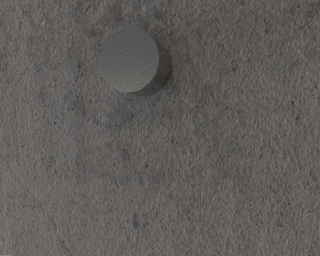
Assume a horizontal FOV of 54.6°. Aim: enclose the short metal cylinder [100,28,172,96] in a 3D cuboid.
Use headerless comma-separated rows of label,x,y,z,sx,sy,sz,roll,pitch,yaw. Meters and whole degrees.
short metal cylinder,-0.030,-0.084,0.407,0.080,0.050,0.080,0,90,20
